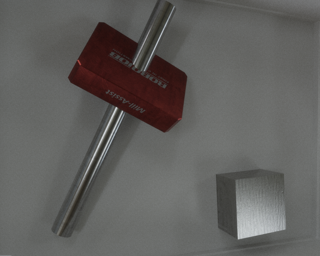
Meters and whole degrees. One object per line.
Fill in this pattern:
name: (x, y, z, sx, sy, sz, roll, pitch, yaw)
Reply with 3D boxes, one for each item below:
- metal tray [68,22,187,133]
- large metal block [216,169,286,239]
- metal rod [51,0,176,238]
metal tray: (-0.031, -0.061, 0.371, 0.131, 0.030, 0.090, 28, 44, -18)
large metal block: (0.131, 0.106, 0.447, 0.081, 0.050, 0.079, -3, 91, -20)
metal rod: (-0.055, -0.012, 0.370, 0.025, 0.025, 0.299, 25, 89, -19)
